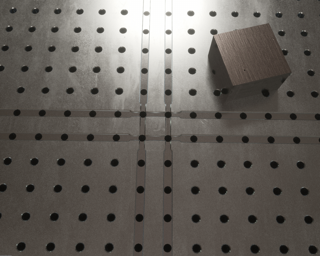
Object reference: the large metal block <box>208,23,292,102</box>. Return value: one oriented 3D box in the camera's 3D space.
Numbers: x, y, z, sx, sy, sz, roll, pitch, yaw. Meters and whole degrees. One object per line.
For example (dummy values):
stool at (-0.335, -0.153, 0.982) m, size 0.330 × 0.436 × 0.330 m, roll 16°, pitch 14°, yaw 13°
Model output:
large metal block at (0.121, -0.091, 0.433) m, size 0.081 × 0.050 × 0.080 m, roll -14°, pitch 71°, yaw -5°
